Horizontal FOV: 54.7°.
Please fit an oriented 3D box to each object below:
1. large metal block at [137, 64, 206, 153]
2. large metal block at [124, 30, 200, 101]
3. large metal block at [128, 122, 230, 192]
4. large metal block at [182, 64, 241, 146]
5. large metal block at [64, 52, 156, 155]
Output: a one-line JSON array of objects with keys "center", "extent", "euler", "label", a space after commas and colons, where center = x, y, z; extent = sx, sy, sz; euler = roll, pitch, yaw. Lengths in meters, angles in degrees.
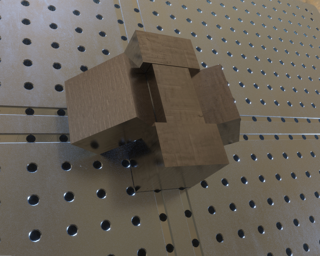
[{"center": [0.004, -0.021, 0.388], "extent": [0.050, 0.080, 0.080], "euler": [1, 61, -28], "label": "large metal block"}, {"center": [-0.006, -0.079, 0.418], "extent": [0.081, 0.080, 0.050], "euler": [1, 62, -28], "label": "large metal block"}, {"center": [0.018, 0.035, 0.361], "extent": [0.081, 0.080, 0.050], "euler": [1, 62, -28], "label": "large metal block"}, {"center": [0.070, -0.025, 0.416], "extent": [0.050, 0.080, 0.080], "euler": [-16, 64, 6], "label": "large metal block"}, {"center": [-0.056, -0.025, 0.351], "extent": [0.050, 0.080, 0.080], "euler": [37, 36, -59], "label": "large metal block"}]
